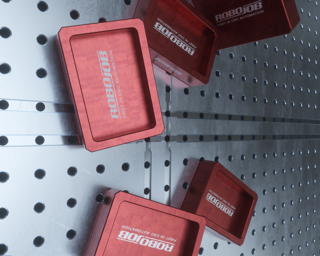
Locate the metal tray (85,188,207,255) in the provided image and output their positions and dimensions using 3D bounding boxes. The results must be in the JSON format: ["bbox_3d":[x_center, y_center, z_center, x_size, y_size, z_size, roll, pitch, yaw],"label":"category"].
[{"bbox_3d":[-0.013,0.135,0.374,0.131,0.030,0.090,23,75,-24],"label":"metal tray"}]

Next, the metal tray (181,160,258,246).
[{"bbox_3d":[0.098,0.119,0.486,0.130,0.030,0.090,39,67,-33],"label":"metal tray"}]

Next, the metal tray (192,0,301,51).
[{"bbox_3d":[0.117,-0.167,0.437,0.030,0.130,0.090,-45,117,-31],"label":"metal tray"}]

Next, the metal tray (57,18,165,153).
[{"bbox_3d":[-0.052,-0.047,0.341,0.091,0.030,0.129,-14,100,-19],"label":"metal tray"}]

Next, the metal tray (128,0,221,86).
[{"bbox_3d":[0.024,-0.124,0.424,0.131,0.030,0.090,25,74,-37],"label":"metal tray"}]
